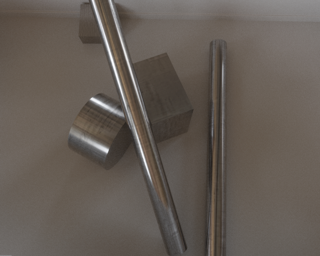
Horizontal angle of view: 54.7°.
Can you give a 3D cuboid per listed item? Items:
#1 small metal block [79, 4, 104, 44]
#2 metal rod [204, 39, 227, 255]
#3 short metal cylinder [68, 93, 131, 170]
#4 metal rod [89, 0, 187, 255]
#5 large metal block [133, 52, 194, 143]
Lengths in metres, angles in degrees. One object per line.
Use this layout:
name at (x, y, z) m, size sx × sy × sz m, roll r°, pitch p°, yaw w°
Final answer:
small metal block at (-0.091, -0.154, 0.460) m, size 0.050 × 0.025 × 0.050 m, roll 1°, pitch 81°, yaw 0°
metal rod at (0.074, 0.017, 0.404) m, size 0.025 × 0.025 × 0.299 m, roll 4°, pitch 70°, yaw 1°
short metal cylinder at (-0.066, 0.004, 0.378) m, size 0.050 × 0.080 × 0.080 m, roll 28°, pitch 72°, yaw 9°
metal rod at (-0.022, 0.000, 0.339) m, size 0.025 × 0.025 × 0.298 m, roll -17°, pitch 98°, yaw -6°
large metal block at (-0.001, -0.034, 0.393) m, size 0.050 × 0.080 × 0.080 m, roll -21°, pitch 72°, yaw -8°
